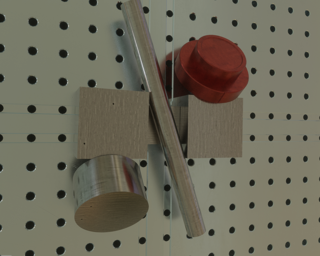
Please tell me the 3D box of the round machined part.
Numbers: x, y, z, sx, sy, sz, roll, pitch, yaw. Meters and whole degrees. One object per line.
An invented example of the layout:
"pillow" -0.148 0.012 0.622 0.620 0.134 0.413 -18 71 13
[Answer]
"round machined part" 0.072 -0.083 0.404 0.099 0.042 0.098 10 52 -13

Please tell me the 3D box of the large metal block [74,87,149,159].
"large metal block" -0.060 -0.005 0.378 0.081 0.050 0.080 2 89 -20

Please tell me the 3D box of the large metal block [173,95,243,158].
"large metal block" 0.064 -0.001 0.424 0.081 0.050 0.080 1 90 -20

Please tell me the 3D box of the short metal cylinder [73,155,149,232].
"short metal cylinder" -0.057 0.076 0.356 0.081 0.050 0.080 -10 135 -9

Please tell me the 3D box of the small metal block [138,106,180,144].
"small metal block" -0.002 -0.004 0.412 0.050 0.025 0.050 1 90 -20

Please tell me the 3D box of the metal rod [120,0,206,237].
"metal rod" 0.006 -0.007 0.387 0.025 0.025 0.298 -18 96 -19
